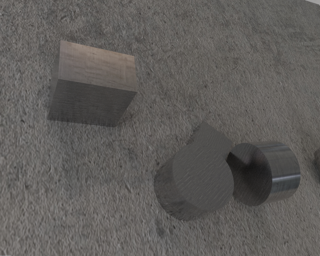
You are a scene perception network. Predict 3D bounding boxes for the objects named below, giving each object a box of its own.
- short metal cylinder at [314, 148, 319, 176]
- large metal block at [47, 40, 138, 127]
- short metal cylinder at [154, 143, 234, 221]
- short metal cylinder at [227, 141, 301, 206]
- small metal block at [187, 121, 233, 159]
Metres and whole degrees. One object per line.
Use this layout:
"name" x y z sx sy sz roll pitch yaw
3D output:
"short metal cylinder" 0.294 0.058 0.492 0.081 0.080 0.050 12 57 -22
"large metal block" -0.080 -0.046 0.353 0.081 0.080 0.050 7 59 -25
"short metal cylinder" 0.040 0.065 0.369 0.081 0.050 0.080 14 56 -21
"short metal cylinder" 0.132 0.058 0.404 0.050 0.080 0.080 -2 63 -29
"small metal block" 0.065 0.027 0.422 0.050 0.025 0.050 36 51 -4
